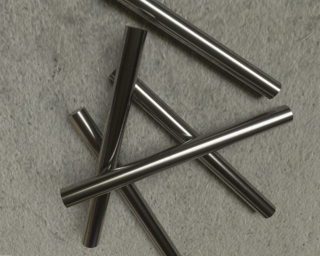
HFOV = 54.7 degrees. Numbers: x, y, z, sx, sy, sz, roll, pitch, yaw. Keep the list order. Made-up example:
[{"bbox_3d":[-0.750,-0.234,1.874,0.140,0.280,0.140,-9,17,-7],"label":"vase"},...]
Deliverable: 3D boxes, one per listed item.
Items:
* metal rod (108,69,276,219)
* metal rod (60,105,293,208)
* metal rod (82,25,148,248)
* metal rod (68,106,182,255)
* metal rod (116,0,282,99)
[{"bbox_3d":[0.052,0.025,0.419,0.300,0.025,0.025,42,104,-14],"label":"metal rod"},{"bbox_3d":[0.026,0.033,0.389,0.302,0.025,0.025,-20,110,-7],"label":"metal rod"},{"bbox_3d":[-0.062,0.026,0.390,0.025,0.025,0.298,13,110,-5],"label":"metal rod"},{"bbox_3d":[-0.037,0.102,0.446,0.025,0.025,0.299,-27,108,9],"label":"metal rod"},{"bbox_3d":[0.018,-0.121,0.365,0.301,0.025,0.025,30,107,-11],"label":"metal rod"}]
